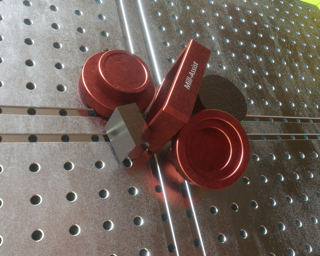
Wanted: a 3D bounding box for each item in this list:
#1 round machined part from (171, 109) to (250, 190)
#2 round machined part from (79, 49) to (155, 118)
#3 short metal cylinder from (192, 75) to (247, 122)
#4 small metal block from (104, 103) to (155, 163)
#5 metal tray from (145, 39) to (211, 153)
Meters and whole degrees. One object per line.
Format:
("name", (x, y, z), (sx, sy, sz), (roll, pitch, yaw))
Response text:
("round machined part", (0.060, 0.028, 0.393), (0.099, 0.042, 0.097), (2, 82, -18))
("round machined part", (-0.051, -0.062, 0.402), (0.099, 0.042, 0.098), (14, 56, -21))
("short metal cylinder", (0.077, -0.030, 0.447), (0.081, 0.050, 0.080), (14, 56, -21))
("small metal block", (-0.037, 0.006, 0.363), (0.025, 0.050, 0.050), (-16, 71, -35))
("metal tray", (0.018, -0.041, 0.396), (0.030, 0.090, 0.130), (29, 52, -10))
